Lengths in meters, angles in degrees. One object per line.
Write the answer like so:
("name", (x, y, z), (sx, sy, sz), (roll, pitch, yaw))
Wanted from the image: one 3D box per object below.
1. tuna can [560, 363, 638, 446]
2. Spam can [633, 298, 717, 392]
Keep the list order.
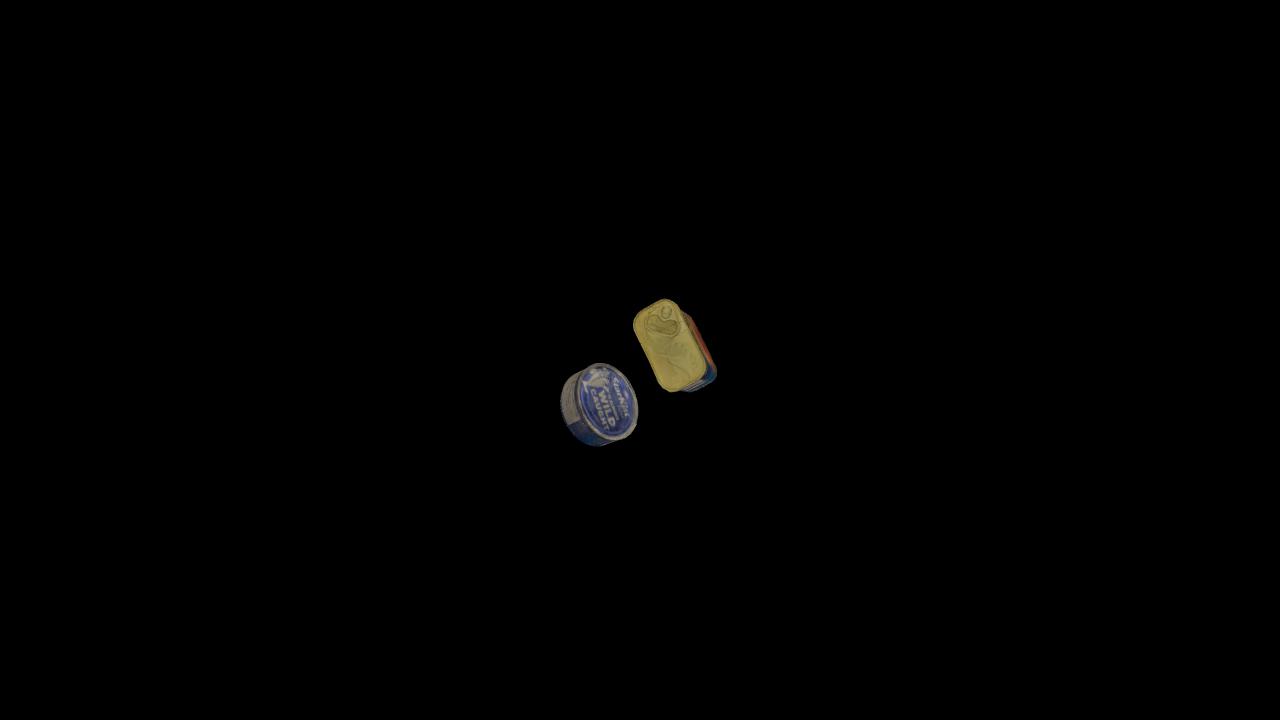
("tuna can", (-0.043, 0.048, 0.648), (0.084, 0.084, 0.034), (0, -19, -47))
("Spam can", (0.044, -0.012, 0.714), (0.058, 0.101, 0.085), (-27, -13, 13))
